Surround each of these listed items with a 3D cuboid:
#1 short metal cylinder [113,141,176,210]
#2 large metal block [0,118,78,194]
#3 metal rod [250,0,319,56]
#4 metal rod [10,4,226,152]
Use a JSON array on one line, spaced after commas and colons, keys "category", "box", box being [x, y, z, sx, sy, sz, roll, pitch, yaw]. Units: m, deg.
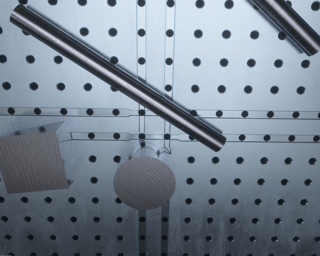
[{"category": "short metal cylinder", "box": [-0.020, 0.064, 0.423, 0.081, 0.050, 0.079, 0, 110, -1]}, {"category": "large metal block", "box": [-0.162, 0.036, 0.411, 0.080, 0.050, 0.079, -6, 110, 1]}, {"category": "metal rod", "box": [0.075, -0.187, 0.345, 0.301, 0.025, 0.025, 38, 106, -13]}, {"category": "metal rod", "box": [-0.043, -0.056, 0.392, 0.301, 0.025, 0.025, 32, 107, -12]}]
